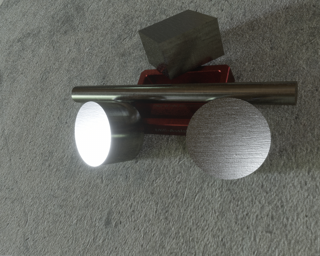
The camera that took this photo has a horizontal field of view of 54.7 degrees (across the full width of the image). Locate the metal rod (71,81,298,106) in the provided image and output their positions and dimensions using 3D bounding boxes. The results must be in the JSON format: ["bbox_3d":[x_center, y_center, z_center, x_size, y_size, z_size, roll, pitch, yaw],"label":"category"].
[{"bbox_3d":[0.008,-0.043,0.389,0.300,0.025,0.025,3,63,29],"label":"metal rod"}]

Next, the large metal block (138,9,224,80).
[{"bbox_3d":[0.027,-0.116,0.418,0.080,0.050,0.080,-26,34,-9],"label":"large metal block"}]

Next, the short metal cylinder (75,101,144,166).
[{"bbox_3d":[-0.066,0.006,0.396,0.080,0.050,0.079,4,96,45],"label":"short metal cylinder"}]

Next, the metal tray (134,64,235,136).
[{"bbox_3d":[0.026,-0.036,0.411,0.130,0.030,0.090,2,63,29],"label":"metal tray"}]

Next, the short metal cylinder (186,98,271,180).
[{"bbox_3d":[0.069,0.012,0.325,0.080,0.050,0.080,-1,84,9],"label":"short metal cylinder"}]
